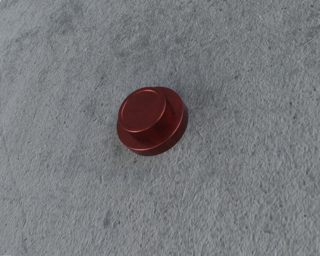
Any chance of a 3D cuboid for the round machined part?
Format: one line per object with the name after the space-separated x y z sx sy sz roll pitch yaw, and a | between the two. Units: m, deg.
-0.016 -0.015 0.410 0.098 0.042 0.098 -13 56 20 | round machined part
